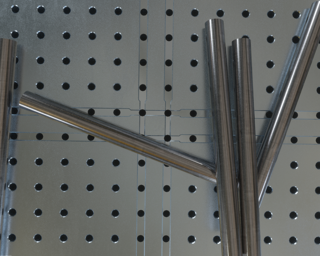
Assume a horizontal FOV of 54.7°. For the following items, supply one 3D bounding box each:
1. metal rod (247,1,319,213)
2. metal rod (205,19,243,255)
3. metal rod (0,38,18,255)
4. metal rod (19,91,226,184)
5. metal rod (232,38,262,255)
[{"bbox_3d":[0.167,-0.024,0.415,0.025,0.025,0.299,20,90,-1],"label":"metal rod"},{"bbox_3d":[0.080,0.007,0.395,0.025,0.025,0.298,-3,83,-1],"label":"metal rod"},{"bbox_3d":[-0.215,0.033,0.410,0.025,0.025,0.298,5,90,-1],"label":"metal rod"},{"bbox_3d":[-0.039,0.017,0.412,0.301,0.025,0.025,21,90,-1],"label":"metal rod"},{"bbox_3d":[0.111,0.032,0.398,0.025,0.025,0.298,-1,83,-1],"label":"metal rod"}]
